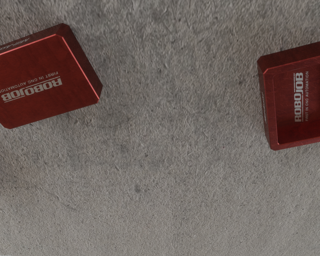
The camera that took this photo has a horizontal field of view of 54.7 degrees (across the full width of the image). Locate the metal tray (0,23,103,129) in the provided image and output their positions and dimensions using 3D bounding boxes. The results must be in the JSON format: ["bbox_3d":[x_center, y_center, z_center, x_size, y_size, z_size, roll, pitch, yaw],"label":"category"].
[{"bbox_3d":[-0.145,-0.055,0.356,0.130,0.030,0.090,-15,129,12],"label":"metal tray"}]

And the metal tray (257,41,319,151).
[{"bbox_3d":[0.172,-0.034,0.375,0.090,0.030,0.129,-13,129,10],"label":"metal tray"}]
